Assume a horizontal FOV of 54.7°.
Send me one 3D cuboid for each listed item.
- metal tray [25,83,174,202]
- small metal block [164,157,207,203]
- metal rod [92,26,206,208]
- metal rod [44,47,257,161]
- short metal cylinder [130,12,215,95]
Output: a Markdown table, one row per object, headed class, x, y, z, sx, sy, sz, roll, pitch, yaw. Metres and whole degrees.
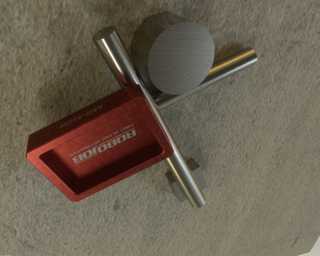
| class | x | y | z | sx | sy | sz | roll | pitch | yaw |
| --- | --- | --- | --- | --- | --- | --- | --- | --- | --- |
| metal tray | -0.061 | 0.019 | 0.335 | 0.130 | 0.030 | 0.090 | -26 | 129 | 3 |
| small metal block | 0.041 | 0.082 | 0.483 | 0.050 | 0.025 | 0.050 | -30 | 129 | -10 |
| metal rod | 0.003 | 0.012 | 0.387 | 0.025 | 0.025 | 0.299 | -34 | 129 | -6 |
| metal rod | -0.009 | -0.032 | 0.385 | 0.302 | 0.025 | 0.025 | -26 | 128 | -12 |
| short metal cylinder | 0.013 | -0.084 | 0.348 | 0.081 | 0.050 | 0.079 | -14 | 125 | -21 |
